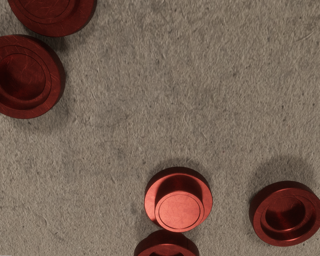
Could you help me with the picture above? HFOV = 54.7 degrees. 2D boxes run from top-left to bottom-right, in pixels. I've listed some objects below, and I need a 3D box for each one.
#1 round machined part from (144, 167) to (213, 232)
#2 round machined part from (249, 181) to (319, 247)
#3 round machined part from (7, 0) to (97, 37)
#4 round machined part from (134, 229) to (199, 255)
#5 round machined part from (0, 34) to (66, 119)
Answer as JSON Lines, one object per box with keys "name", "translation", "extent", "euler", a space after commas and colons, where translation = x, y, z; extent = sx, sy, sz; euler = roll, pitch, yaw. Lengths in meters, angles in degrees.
{"name": "round machined part", "translation": [0.027, 0.108, 0.441], "extent": [0.099, 0.042, 0.097], "euler": [0, 110, -1]}
{"name": "round machined part", "translation": [0.177, 0.118, 0.447], "extent": [0.099, 0.042, 0.097], "euler": [0, 110, -1]}
{"name": "round machined part", "translation": [-0.123, -0.151, 0.343], "extent": [0.099, 0.042, 0.097], "euler": [0, 110, -1]}
{"name": "round machined part", "translation": [0.010, 0.192, 0.466], "extent": [0.099, 0.042, 0.097], "euler": [0, 119, 1]}
{"name": "round machined part", "translation": [-0.164, -0.063, 0.375], "extent": [0.099, 0.042, 0.097], "euler": [0, 110, -1]}
